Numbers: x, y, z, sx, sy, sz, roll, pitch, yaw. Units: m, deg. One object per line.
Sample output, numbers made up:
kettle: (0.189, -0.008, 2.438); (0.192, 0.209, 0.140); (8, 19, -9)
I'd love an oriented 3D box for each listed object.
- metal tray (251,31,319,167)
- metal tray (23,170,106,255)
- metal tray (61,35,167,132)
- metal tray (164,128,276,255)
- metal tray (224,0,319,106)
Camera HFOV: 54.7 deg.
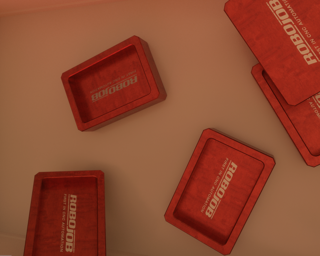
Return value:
metal tray: (0.174, -0.033, 0.346); (0.090, 0.030, 0.130); (-31, 80, 17)
metal tray: (-0.115, 0.117, 0.391); (0.091, 0.030, 0.130); (0, 50, -12)
metal tray: (-0.066, -0.058, 0.431); (0.130, 0.030, 0.090); (-22, 83, 18)
metal tray: (0.072, 0.075, 0.382); (0.090, 0.030, 0.129); (26, 98, 18)
metal tray: (0.139, -0.099, 0.319); (0.090, 0.030, 0.130); (-34, 87, 23)
